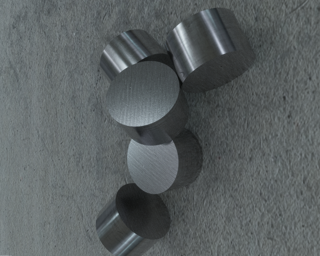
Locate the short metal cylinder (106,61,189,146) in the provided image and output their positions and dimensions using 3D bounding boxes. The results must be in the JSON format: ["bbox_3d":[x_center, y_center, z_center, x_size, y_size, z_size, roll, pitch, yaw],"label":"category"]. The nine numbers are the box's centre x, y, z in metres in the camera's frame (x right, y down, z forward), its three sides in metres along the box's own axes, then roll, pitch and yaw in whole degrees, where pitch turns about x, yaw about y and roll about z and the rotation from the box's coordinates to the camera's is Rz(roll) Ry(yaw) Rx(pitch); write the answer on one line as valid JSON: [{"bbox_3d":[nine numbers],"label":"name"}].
[{"bbox_3d":[-0.012,-0.027,0.343,0.080,0.050,0.080,-7,62,14],"label":"short metal cylinder"}]

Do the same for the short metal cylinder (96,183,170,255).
[{"bbox_3d":[-0.034,0.118,0.397,0.050,0.081,0.080,-50,61,28],"label":"short metal cylinder"}]

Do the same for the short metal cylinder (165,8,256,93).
[{"bbox_3d":[0.052,-0.078,0.326,0.080,0.081,0.050,-33,70,35],"label":"short metal cylinder"}]

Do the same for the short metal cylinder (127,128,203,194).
[{"bbox_3d":[0.006,0.038,0.384,0.080,0.050,0.080,0,90,40],"label":"short metal cylinder"}]

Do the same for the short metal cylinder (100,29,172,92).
[{"bbox_3d":[-0.028,-0.076,0.392,0.050,0.081,0.080,53,121,27],"label":"short metal cylinder"}]
